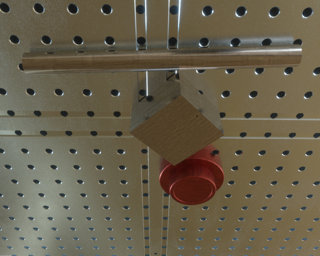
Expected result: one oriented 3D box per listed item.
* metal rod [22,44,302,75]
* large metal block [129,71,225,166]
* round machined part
[{"bbox_3d":[0.001,-0.076,0.346,0.302,0.025,0.025,-2,130,1],"label":"metal rod"},{"bbox_3d":[0.021,-0.009,0.388,0.080,0.050,0.080,-35,122,26],"label":"large metal block"},{"bbox_3d":[0.048,0.080,0.469,0.099,0.042,0.097,0,130,0],"label":"round machined part"}]
